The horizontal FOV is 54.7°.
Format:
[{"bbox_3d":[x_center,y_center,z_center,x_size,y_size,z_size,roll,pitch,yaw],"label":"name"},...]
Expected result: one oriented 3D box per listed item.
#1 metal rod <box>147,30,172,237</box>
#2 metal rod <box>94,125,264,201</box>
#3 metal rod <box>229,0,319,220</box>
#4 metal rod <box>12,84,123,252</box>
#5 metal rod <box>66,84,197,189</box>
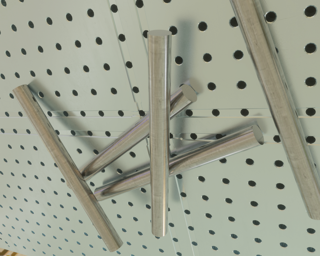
[{"bbox_3d":[-0.001,0.029,0.394,0.025,0.025,0.298,13,124,20],"label":"metal rod"},{"bbox_3d":[0.005,0.061,0.444,0.299,0.025,0.025,-26,104,36],"label":"metal rod"},{"bbox_3d":[0.128,-0.025,0.327,0.025,0.025,0.299,-14,111,33],"label":"metal rod"},{"bbox_3d":[-0.146,0.066,0.497,0.025,0.025,0.299,-27,95,37],"label":"metal rod"},{"bbox_3d":[-0.060,0.028,0.458,0.025,0.025,0.299,49,128,-6],"label":"metal rod"}]
